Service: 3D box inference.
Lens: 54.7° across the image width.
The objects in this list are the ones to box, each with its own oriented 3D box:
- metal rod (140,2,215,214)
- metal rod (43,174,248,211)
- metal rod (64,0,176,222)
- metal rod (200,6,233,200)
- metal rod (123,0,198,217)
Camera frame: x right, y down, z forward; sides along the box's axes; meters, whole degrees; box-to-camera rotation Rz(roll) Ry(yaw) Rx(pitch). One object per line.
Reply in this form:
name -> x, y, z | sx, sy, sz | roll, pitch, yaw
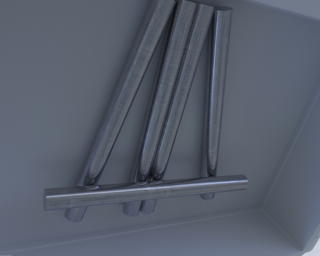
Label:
metal rod -> 0.014, -0.008, 0.410 | 0.025, 0.025, 0.298 | 1, 118, -29
metal rod -> 0.001, 0.085, 0.426 | 0.303, 0.025, 0.025 | 1, 118, -29
metal rod -> -0.055, -0.010, 0.371 | 0.025, 0.025, 0.298 | 13, 112, -34
metal rod -> 0.076, -0.013, 0.440 | 0.025, 0.025, 0.298 | -15, 125, -20
metal rod -> -0.007, -0.008, 0.398 | 0.025, 0.025, 0.298 | 1, 118, -29
